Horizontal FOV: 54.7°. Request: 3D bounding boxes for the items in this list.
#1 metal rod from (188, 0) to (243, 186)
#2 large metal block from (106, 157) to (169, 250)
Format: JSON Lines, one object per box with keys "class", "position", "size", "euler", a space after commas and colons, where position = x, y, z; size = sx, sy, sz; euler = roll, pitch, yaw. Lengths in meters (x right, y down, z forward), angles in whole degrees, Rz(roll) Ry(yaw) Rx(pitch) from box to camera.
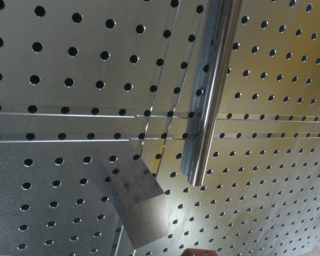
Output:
{"class": "metal rod", "position": [0.072, -0.045, 0.422], "size": [0.025, 0.025, 0.298], "euler": [-8, 122, -25]}
{"class": "large metal block", "position": [-0.031, 0.100, 0.421], "size": [0.050, 0.080, 0.079], "euler": [-18, 126, -18]}
